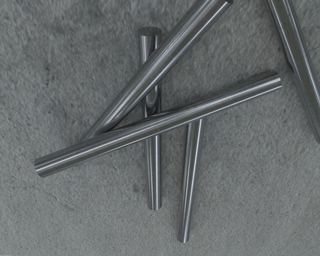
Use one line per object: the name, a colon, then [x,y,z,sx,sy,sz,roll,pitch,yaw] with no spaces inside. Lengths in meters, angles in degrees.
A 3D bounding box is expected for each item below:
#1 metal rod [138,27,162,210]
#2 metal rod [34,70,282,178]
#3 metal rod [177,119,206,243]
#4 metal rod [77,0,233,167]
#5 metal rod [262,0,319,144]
metal rod: [-0.010,0.013,0.418,0.025,0.025,0.298,-1,130,0]
metal rod: [-0.005,-0.004,0.369,0.301,0.025,0.025,-20,128,3]
metal rod: [0.045,0.091,0.485,0.025,0.025,0.298,0,130,-1]
metal rod: [-0.034,-0.034,0.350,0.025,0.025,0.299,28,133,-22]
metal rod: [0.148,-0.083,0.338,0.025,0.025,0.300,-25,126,19]
